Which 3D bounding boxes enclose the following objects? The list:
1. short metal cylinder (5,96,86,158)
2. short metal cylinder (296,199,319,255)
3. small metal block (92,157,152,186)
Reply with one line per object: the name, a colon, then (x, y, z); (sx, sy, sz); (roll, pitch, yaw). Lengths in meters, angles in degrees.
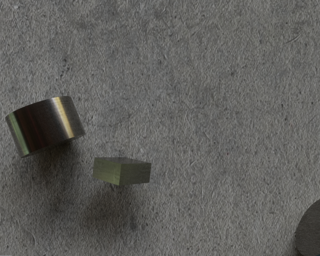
short metal cylinder: (-0.139, -0.001, 0.381); (0.080, 0.080, 0.050); (-21, 90, 0)
short metal cylinder: (0.217, 0.134, 0.384); (0.050, 0.080, 0.080); (30, 90, 0)
small metal block: (-0.047, 0.053, 0.387); (0.050, 0.050, 0.025); (7, 90, 41)
